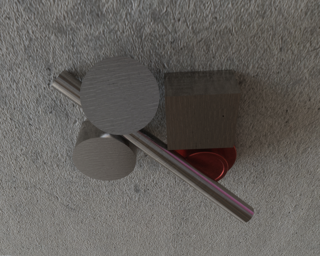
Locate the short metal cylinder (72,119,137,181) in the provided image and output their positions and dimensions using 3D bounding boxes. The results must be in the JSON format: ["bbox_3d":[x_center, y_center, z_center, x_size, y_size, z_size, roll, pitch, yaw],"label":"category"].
[{"bbox_3d":[-0.071,0.025,0.414,0.081,0.050,0.079,0,130,0],"label":"short metal cylinder"}]

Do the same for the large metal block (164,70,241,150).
[{"bbox_3d":[0.047,-0.021,0.372,0.080,0.050,0.079,-3,130,2],"label":"large metal block"}]

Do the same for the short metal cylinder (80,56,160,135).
[{"bbox_3d":[-0.045,-0.034,0.338,0.081,0.050,0.079,-1,92,-14],"label":"short metal cylinder"}]

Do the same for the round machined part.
[{"bbox_3d":[0.058,0.044,0.434,0.099,0.042,0.097,0,130,0],"label":"round machined part"}]

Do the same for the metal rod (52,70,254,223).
[{"bbox_3d":[0.000,0.030,0.390,0.301,0.025,0.025,37,122,-12],"label":"metal rod"}]
